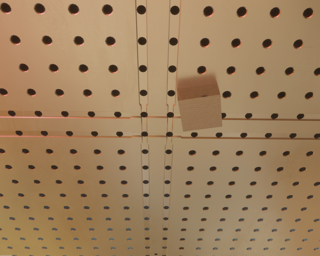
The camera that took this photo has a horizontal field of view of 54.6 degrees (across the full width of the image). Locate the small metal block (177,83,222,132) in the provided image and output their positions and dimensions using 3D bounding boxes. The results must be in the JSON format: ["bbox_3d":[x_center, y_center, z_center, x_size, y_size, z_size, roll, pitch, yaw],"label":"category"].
[{"bbox_3d":[0.050,-0.025,0.390,0.050,0.025,0.050,-8,130,6],"label":"small metal block"}]
